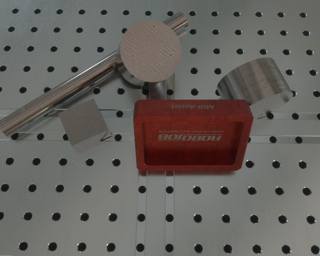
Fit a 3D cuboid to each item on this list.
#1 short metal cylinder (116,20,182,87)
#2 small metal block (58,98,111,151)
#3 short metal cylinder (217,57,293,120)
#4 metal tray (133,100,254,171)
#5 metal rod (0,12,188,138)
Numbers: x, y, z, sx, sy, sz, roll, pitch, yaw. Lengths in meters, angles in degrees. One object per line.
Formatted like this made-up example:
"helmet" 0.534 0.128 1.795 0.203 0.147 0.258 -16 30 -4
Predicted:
"short metal cylinder" -0.017 -0.098 0.419 0.081 0.050 0.079 0 90 -15
"small metal block" -0.100 -0.004 0.412 0.050 0.025 0.050 -25 72 -9
"short metal cylinder" 0.121 -0.046 0.400 0.080 0.080 0.050 -19 71 -7
"metal tray" 0.036 0.011 0.371 0.131 0.089 0.030 0 40 0
"metal rod" -0.086 -0.081 0.440 0.301 0.025 0.025 -35 74 -12
